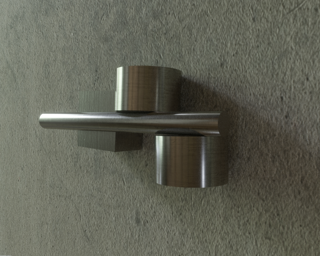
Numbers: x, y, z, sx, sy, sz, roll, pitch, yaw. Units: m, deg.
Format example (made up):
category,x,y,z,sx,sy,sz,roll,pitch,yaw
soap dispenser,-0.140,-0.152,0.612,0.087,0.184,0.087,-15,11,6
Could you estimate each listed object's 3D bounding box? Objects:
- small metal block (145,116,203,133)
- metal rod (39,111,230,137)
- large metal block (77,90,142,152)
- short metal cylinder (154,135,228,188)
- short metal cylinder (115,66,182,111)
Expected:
category,x,y,z,sx,sy,sz,roll,pitch,yaw
small metal block,0.017,-0.005,0.373,0.050,0.050,0.025,2,91,39
metal rod,-0.057,-0.008,0.385,0.300,0.025,0.025,2,91,38
large metal block,-0.071,-0.011,0.443,0.080,0.050,0.079,4,93,39
short metal cylinder,0.034,0.033,0.340,0.080,0.081,0.050,0,90,39
short metal cylinder,-0.014,-0.045,0.382,0.080,0.081,0.050,3,92,39
